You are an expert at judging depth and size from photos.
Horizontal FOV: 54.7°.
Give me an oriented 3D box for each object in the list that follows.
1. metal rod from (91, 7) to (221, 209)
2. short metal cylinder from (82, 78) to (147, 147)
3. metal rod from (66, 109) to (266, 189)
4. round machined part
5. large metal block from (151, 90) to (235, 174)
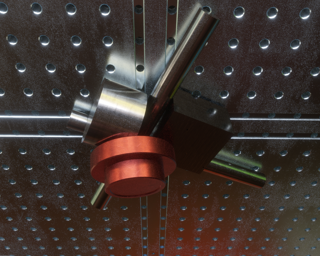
[{"bbox_3d":[-0.019,-0.004,0.383,0.025,0.025,0.298,22,119,-18],"label":"metal rod"},{"bbox_3d":[-0.054,-0.013,0.363,0.050,0.080,0.079,20,127,-16],"label":"short metal cylinder"},{"bbox_3d":[0.020,0.035,0.441,0.302,0.025,0.025,19,127,-16],"label":"metal rod"},{"bbox_3d":[-0.030,0.050,0.357,0.099,0.042,0.098,-6,151,-3],"label":"round machined part"},{"bbox_3d":[0.034,0.005,0.396,0.080,0.050,0.079,20,127,-17],"label":"large metal block"}]
